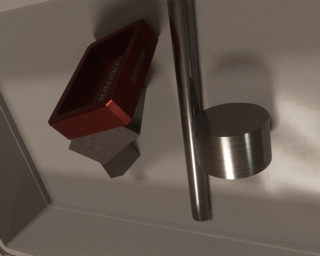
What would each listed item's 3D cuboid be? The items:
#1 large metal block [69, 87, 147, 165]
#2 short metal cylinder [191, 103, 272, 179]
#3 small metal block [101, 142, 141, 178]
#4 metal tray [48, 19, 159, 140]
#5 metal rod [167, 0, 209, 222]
[{"bbox_3d":[-0.064,-0.013,0.388,0.050,0.080,0.080,29,133,-25],"label":"large metal block"},{"bbox_3d":[0.078,0.011,0.338,0.080,0.080,0.050,1,119,27],"label":"short metal cylinder"},{"bbox_3d":[-0.062,0.036,0.445,0.025,0.050,0.050,-20,108,37],"label":"small metal block"},{"bbox_3d":[-0.058,-0.054,0.336,0.090,0.130,0.030,-14,136,33],"label":"metal tray"},{"bbox_3d":[0.040,-0.002,0.385,0.025,0.025,0.298,5,121,25],"label":"metal rod"}]
